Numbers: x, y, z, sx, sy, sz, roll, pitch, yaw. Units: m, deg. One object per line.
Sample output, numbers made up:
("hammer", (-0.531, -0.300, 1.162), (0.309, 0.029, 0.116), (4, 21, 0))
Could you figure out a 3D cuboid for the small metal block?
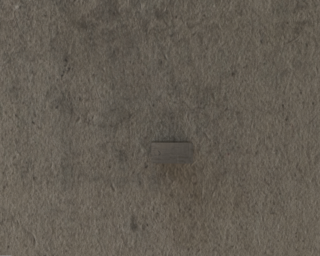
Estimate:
("small metal block", (0.015, 0.030, 0.398), (0.050, 0.050, 0.025), (0, 90, 0))
